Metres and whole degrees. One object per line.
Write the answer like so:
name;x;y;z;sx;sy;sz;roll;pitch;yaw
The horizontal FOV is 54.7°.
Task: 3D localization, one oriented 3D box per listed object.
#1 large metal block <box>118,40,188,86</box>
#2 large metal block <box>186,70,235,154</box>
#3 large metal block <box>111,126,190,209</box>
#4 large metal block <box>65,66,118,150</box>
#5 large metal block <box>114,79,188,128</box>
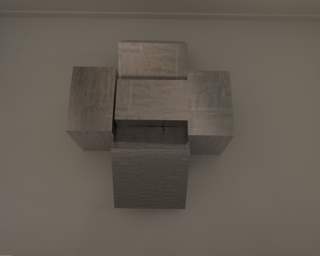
large metal block;-0.008;-0.087;0.404;0.080;0.080;0.050;2;108;0
large metal block;0.056;-0.016;0.385;0.050;0.080;0.080;1;70;0
large metal block;-0.011;0.045;0.355;0.081;0.079;0.050;1;28;-1
large metal block;-0.077;-0.021;0.386;0.050;0.080;0.080;1;70;0
large metal block;-0.009;-0.019;0.386;0.080;0.080;0.050;1;70;0
